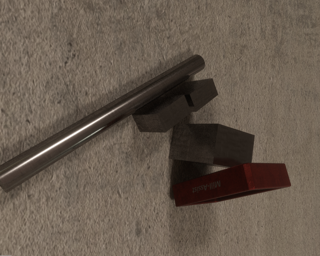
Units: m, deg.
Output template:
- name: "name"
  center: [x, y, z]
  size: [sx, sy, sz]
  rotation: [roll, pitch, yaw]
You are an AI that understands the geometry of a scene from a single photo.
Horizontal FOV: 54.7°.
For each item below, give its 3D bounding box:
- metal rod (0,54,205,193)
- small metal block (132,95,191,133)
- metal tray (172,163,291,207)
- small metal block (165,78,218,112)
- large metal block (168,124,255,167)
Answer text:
- name: "metal rod"
  center: [-0.045, -0.023, 0.368]
  size: [0.302, 0.025, 0.025]
  rotation: [-36, 112, -34]
- name: "small metal block"
  center: [0.002, -0.018, 0.392]
  size: [0.050, 0.050, 0.025]
  rotation: [-37, 114, -34]
- name: "metal tray"
  center: [0.092, 0.077, 0.414]
  size: [0.091, 0.130, 0.030]
  rotation: [6, 66, -40]
- name: "small metal block"
  center: [0.043, -0.044, 0.426]
  size: [0.050, 0.050, 0.025]
  rotation: [-37, 113, -34]
- name: "large metal block"
  center: [0.072, 0.026, 0.432]
  size: [0.081, 0.080, 0.050]
  rotation: [15, 81, -39]
